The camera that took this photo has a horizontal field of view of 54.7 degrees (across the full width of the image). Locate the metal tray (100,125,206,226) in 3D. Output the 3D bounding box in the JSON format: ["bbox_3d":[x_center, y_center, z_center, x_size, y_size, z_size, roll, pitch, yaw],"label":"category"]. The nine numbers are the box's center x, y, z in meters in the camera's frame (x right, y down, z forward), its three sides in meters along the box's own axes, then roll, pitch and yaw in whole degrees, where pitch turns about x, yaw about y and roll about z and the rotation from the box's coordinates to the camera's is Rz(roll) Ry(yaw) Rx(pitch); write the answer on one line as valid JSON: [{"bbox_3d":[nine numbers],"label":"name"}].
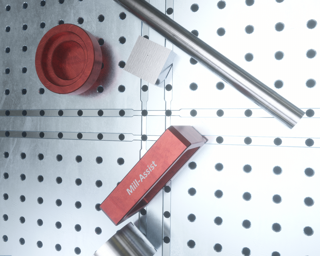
[{"bbox_3d":[-0.005,0.054,0.379,0.030,0.090,0.130,44,103,14],"label":"metal tray"}]

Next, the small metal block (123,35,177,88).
[{"bbox_3d":[-0.013,-0.089,0.416,0.050,0.025,0.050,29,99,17],"label":"small metal block"}]

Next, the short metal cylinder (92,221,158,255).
[{"bbox_3d":[-0.049,0.168,0.400,0.050,0.080,0.080,45,104,14],"label":"short metal cylinder"}]

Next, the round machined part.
[{"bbox_3d":[-0.126,-0.096,0.447,0.098,0.042,0.097,0,90,19],"label":"round machined part"}]

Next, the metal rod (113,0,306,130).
[{"bbox_3d":[0.047,-0.101,0.395,0.300,0.025,0.025,40,102,15],"label":"metal rod"}]
